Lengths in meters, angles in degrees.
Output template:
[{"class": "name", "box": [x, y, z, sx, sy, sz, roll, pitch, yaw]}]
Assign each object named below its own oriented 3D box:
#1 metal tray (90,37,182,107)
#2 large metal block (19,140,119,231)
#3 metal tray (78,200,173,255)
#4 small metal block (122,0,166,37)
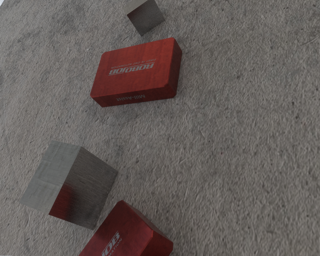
[{"class": "metal tray", "box": [-0.036, -0.083, 0.471, 0.130, 0.030, 0.090, -5, 59, 25]}, {"class": "large metal block", "box": [-0.107, 0.071, 0.381, 0.050, 0.080, 0.080, 8, 66, 32]}, {"class": "metal tray", "box": [-0.053, 0.148, 0.315, 0.130, 0.030, 0.090, -54, 28, -10]}, {"class": "small metal block", "box": [-0.026, -0.191, 0.519, 0.050, 0.050, 0.025, -33, 52, 7]}]
